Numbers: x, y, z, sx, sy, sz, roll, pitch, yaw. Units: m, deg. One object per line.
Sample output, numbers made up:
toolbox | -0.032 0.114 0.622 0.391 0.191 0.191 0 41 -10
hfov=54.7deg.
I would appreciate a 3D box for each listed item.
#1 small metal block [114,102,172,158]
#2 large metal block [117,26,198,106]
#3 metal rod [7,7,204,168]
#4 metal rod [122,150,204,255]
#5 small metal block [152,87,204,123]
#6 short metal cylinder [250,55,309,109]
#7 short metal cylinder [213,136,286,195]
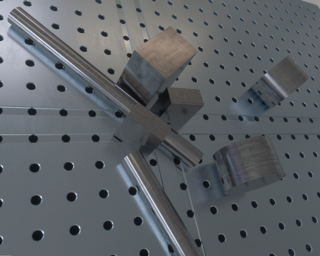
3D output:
small metal block | -0.022 0.004 0.378 0.050 0.050 0.025 37 51 -4
large metal block | -0.006 -0.078 0.417 0.050 0.080 0.080 43 51 1
metal rod | -0.068 -0.051 0.402 0.300 0.025 0.025 39 51 -2
metal rod | 0.043 0.156 0.335 0.025 0.025 0.299 -23 74 -36
small metal block | 0.023 -0.030 0.423 0.050 0.050 0.025 0 62 -28
short metal cylinder | 0.203 -0.078 0.529 0.081 0.080 0.050 -35 82 -38
short metal cylinder | 0.115 0.050 0.404 0.081 0.080 0.050 -1 63 -29
